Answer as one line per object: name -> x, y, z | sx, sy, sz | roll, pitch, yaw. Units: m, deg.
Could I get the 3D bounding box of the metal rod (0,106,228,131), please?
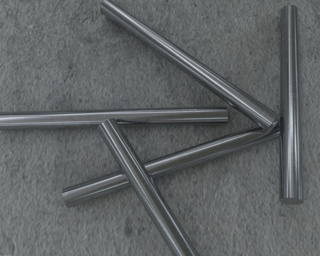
metal rod -> -0.063, -0.013, 0.411 | 0.302, 0.025, 0.025 | -2, 70, -1

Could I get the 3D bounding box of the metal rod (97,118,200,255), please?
metal rod -> 0.015, 0.119, 0.347 | 0.025, 0.025, 0.299 | -31, 80, -11

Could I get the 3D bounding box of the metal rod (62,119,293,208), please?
metal rod -> 0.029, 0.040, 0.393 | 0.302, 0.025, 0.025 | -17, 71, -7

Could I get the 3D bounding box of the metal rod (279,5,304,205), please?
metal rod -> 0.171, -0.050, 0.407 | 0.025, 0.025, 0.300 | 10, 62, 3

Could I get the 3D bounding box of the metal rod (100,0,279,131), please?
metal rod -> 0.029, -0.096, 0.430 | 0.300, 0.025, 0.025 | 39, 74, 17
